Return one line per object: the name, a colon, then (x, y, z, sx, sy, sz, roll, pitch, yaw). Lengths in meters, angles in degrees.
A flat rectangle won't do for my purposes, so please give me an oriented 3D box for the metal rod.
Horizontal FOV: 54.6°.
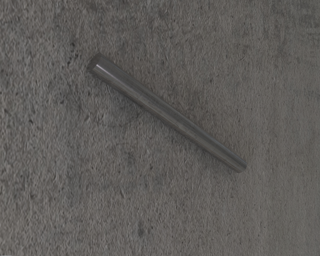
metal rod: (0.030, -0.005, 0.428, 0.301, 0.025, 0.025, 33, 69, -35)
